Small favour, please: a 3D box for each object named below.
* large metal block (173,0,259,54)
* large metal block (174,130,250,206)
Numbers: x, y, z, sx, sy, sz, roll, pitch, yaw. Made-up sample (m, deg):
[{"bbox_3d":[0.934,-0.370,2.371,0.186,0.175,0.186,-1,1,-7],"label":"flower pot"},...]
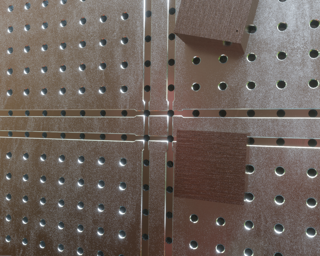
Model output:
[{"bbox_3d":[0.071,-0.142,0.375,0.080,0.050,0.080,16,95,19],"label":"large metal block"},{"bbox_3d":[0.065,0.044,0.377,0.080,0.050,0.080,3,91,20],"label":"large metal block"}]
